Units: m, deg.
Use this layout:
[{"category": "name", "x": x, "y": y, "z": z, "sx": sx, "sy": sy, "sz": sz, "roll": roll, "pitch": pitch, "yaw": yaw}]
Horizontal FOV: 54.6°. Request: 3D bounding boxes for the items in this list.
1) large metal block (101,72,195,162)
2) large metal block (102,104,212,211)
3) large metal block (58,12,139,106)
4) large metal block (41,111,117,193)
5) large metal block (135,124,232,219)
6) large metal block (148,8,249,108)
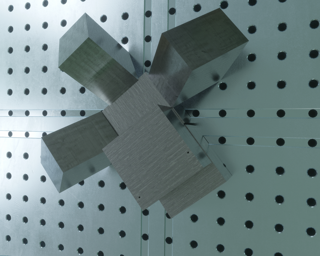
[{"category": "large metal block", "x": -0.015, "y": -0.013, "z": 0.405, "sx": 0.080, "sy": 0.050, "sz": 0.080, "roll": -40, "pitch": 78, "yaw": 15}, {"category": "large metal block", "x": -0.002, "y": 0.031, "z": 0.346, "sx": 0.080, "sy": 0.050, "sz": 0.080, "roll": -39, "pitch": 79, "yaw": 15}, {"category": "large metal block", "x": -0.079, "y": -0.088, "z": 0.395, "sx": 0.050, "sy": 0.080, "sz": 0.080, "roll": -40, "pitch": 38, "yaw": 16}, {"category": "large metal block", "x": -0.105, "y": 0.033, "z": 0.405, "sx": 0.050, "sy": 0.081, "sz": 0.080, "roll": 54, "pitch": 148, "yaw": 13}, {"category": "large metal block", "x": 0.030, "y": 0.052, "z": 0.388, "sx": 0.080, "sy": 0.050, "sz": 0.080, "roll": -38, "pitch": 77, "yaw": 15}, {"category": "large metal block", "x": 0.040, "y": -0.077, "z": 0.353, "sx": 0.080, "sy": 0.080, "sz": 0.050, "roll": -31, "pitch": 77, "yaw": -23}]
